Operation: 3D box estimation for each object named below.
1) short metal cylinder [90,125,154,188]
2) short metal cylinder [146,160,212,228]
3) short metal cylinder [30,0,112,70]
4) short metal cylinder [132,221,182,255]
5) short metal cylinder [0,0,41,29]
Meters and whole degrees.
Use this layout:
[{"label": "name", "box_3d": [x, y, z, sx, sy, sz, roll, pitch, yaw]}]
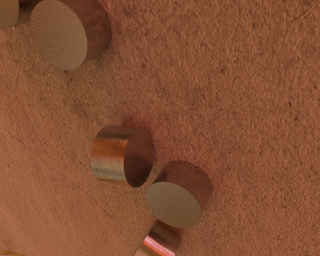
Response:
[{"label": "short metal cylinder", "box_3d": [-0.048, 0.037, 0.420, 0.050, 0.080, 0.079, 4, 120, 26]}, {"label": "short metal cylinder", "box_3d": [0.027, 0.092, 0.433, 0.080, 0.050, 0.079, 13, 124, 21]}, {"label": "short metal cylinder", "box_3d": [-0.106, -0.117, 0.375, 0.080, 0.050, 0.079, 13, 124, 21]}, {"label": "short metal cylinder", "box_3d": [-0.008, 0.197, 0.498, 0.050, 0.080, 0.079, 34, 129, 6]}, {"label": "short metal cylinder", "box_3d": [-0.188, -0.169, 0.385, 0.080, 0.050, 0.079, 13, 124, 21]}]
